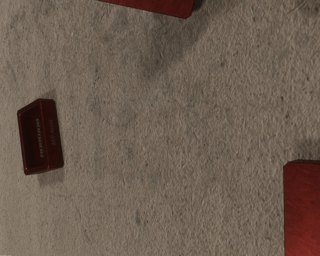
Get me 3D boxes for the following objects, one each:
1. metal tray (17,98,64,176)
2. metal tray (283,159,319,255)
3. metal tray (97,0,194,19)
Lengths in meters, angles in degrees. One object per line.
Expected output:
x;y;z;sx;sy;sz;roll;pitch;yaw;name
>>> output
-0.228;0.018;0.586;0.090;0.030;0.129;-18;79;38;metal tray
0.159;0.095;0.270;0.090;0.030;0.129;-1;89;39;metal tray
-0.020;-0.184;0.351;0.131;0.030;0.089;10;117;-4;metal tray
